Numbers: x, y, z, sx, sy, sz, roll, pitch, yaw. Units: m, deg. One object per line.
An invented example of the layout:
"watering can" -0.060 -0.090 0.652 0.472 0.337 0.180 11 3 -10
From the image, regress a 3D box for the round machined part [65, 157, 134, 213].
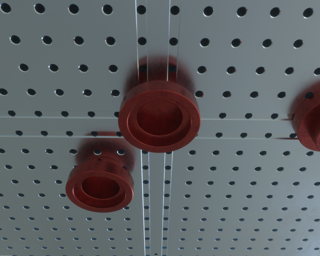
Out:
"round machined part" -0.089 0.082 0.469 0.099 0.042 0.097 0 130 0

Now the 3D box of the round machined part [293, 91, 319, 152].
"round machined part" 0.228 -0.003 0.399 0.099 0.042 0.097 0 130 0

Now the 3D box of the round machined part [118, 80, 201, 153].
"round machined part" -0.001 -0.018 0.385 0.099 0.042 0.097 0 130 0
